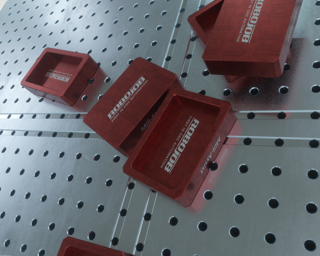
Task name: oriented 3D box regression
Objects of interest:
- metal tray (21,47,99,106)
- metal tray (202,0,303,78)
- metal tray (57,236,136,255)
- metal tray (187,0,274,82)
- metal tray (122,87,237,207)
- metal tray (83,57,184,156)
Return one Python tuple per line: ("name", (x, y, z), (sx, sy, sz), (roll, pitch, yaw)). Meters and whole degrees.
("metal tray", (-0.184, -0.096, 0.562), (0.130, 0.030, 0.090), (17, 71, 35))
("metal tray", (0.116, -0.125, 0.382), (0.090, 0.030, 0.130), (10, 66, 32))
("metal tray", (-0.085, 0.193, 0.332), (0.090, 0.030, 0.130), (3, 63, 29))
("metal tray", (0.104, -0.135, 0.433), (0.090, 0.030, 0.130), (-30, 52, 9))
("metal tray", (0.024, 0.018, 0.381), (0.090, 0.030, 0.130), (21, 73, 36))
("metal tray", (-0.039, -0.035, 0.448), (0.090, 0.030, 0.130), (34, 80, 38))
